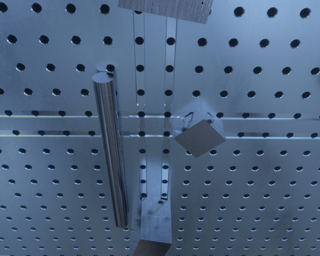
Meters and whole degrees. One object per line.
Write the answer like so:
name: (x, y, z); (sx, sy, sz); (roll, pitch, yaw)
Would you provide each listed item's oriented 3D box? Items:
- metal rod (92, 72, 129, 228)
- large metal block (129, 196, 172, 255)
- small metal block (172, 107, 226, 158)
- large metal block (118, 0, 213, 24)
metal rod: (-0.067, 0.054, 0.456); (0.025, 0.025, 0.298); (0, 130, -1)
large metal block: (-0.017, 0.176, 0.525); (0.050, 0.080, 0.079); (13, 129, -11)
small metal block: (0.053, 0.007, 0.419); (0.050, 0.025, 0.050); (-34, 123, 25)
large metal block: (0.010, -0.146, 0.271); (0.081, 0.050, 0.079); (8, 130, -8)
